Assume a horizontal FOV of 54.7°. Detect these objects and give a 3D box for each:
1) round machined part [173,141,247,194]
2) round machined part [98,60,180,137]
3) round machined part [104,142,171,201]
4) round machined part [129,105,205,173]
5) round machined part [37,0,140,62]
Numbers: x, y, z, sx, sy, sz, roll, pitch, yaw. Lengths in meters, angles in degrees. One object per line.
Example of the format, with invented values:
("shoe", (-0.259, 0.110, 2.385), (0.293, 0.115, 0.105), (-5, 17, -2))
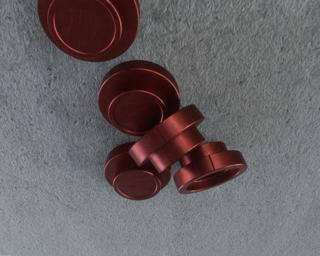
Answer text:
("round machined part", (0.064, 0.052, 0.423), (0.099, 0.042, 0.098), (-16, 155, -7))
("round machined part", (-0.025, -0.028, 0.372), (0.099, 0.042, 0.097), (0, 130, 0))
("round machined part", (-0.033, 0.070, 0.455), (0.099, 0.042, 0.097), (0, 130, 0))
("round machined part", (0.015, 0.018, 0.372), (0.098, 0.099, 0.042), (-41, 81, 29))
("round machined part", (-0.070, -0.108, 0.304), (0.099, 0.042, 0.097), (0, 130, 0))
